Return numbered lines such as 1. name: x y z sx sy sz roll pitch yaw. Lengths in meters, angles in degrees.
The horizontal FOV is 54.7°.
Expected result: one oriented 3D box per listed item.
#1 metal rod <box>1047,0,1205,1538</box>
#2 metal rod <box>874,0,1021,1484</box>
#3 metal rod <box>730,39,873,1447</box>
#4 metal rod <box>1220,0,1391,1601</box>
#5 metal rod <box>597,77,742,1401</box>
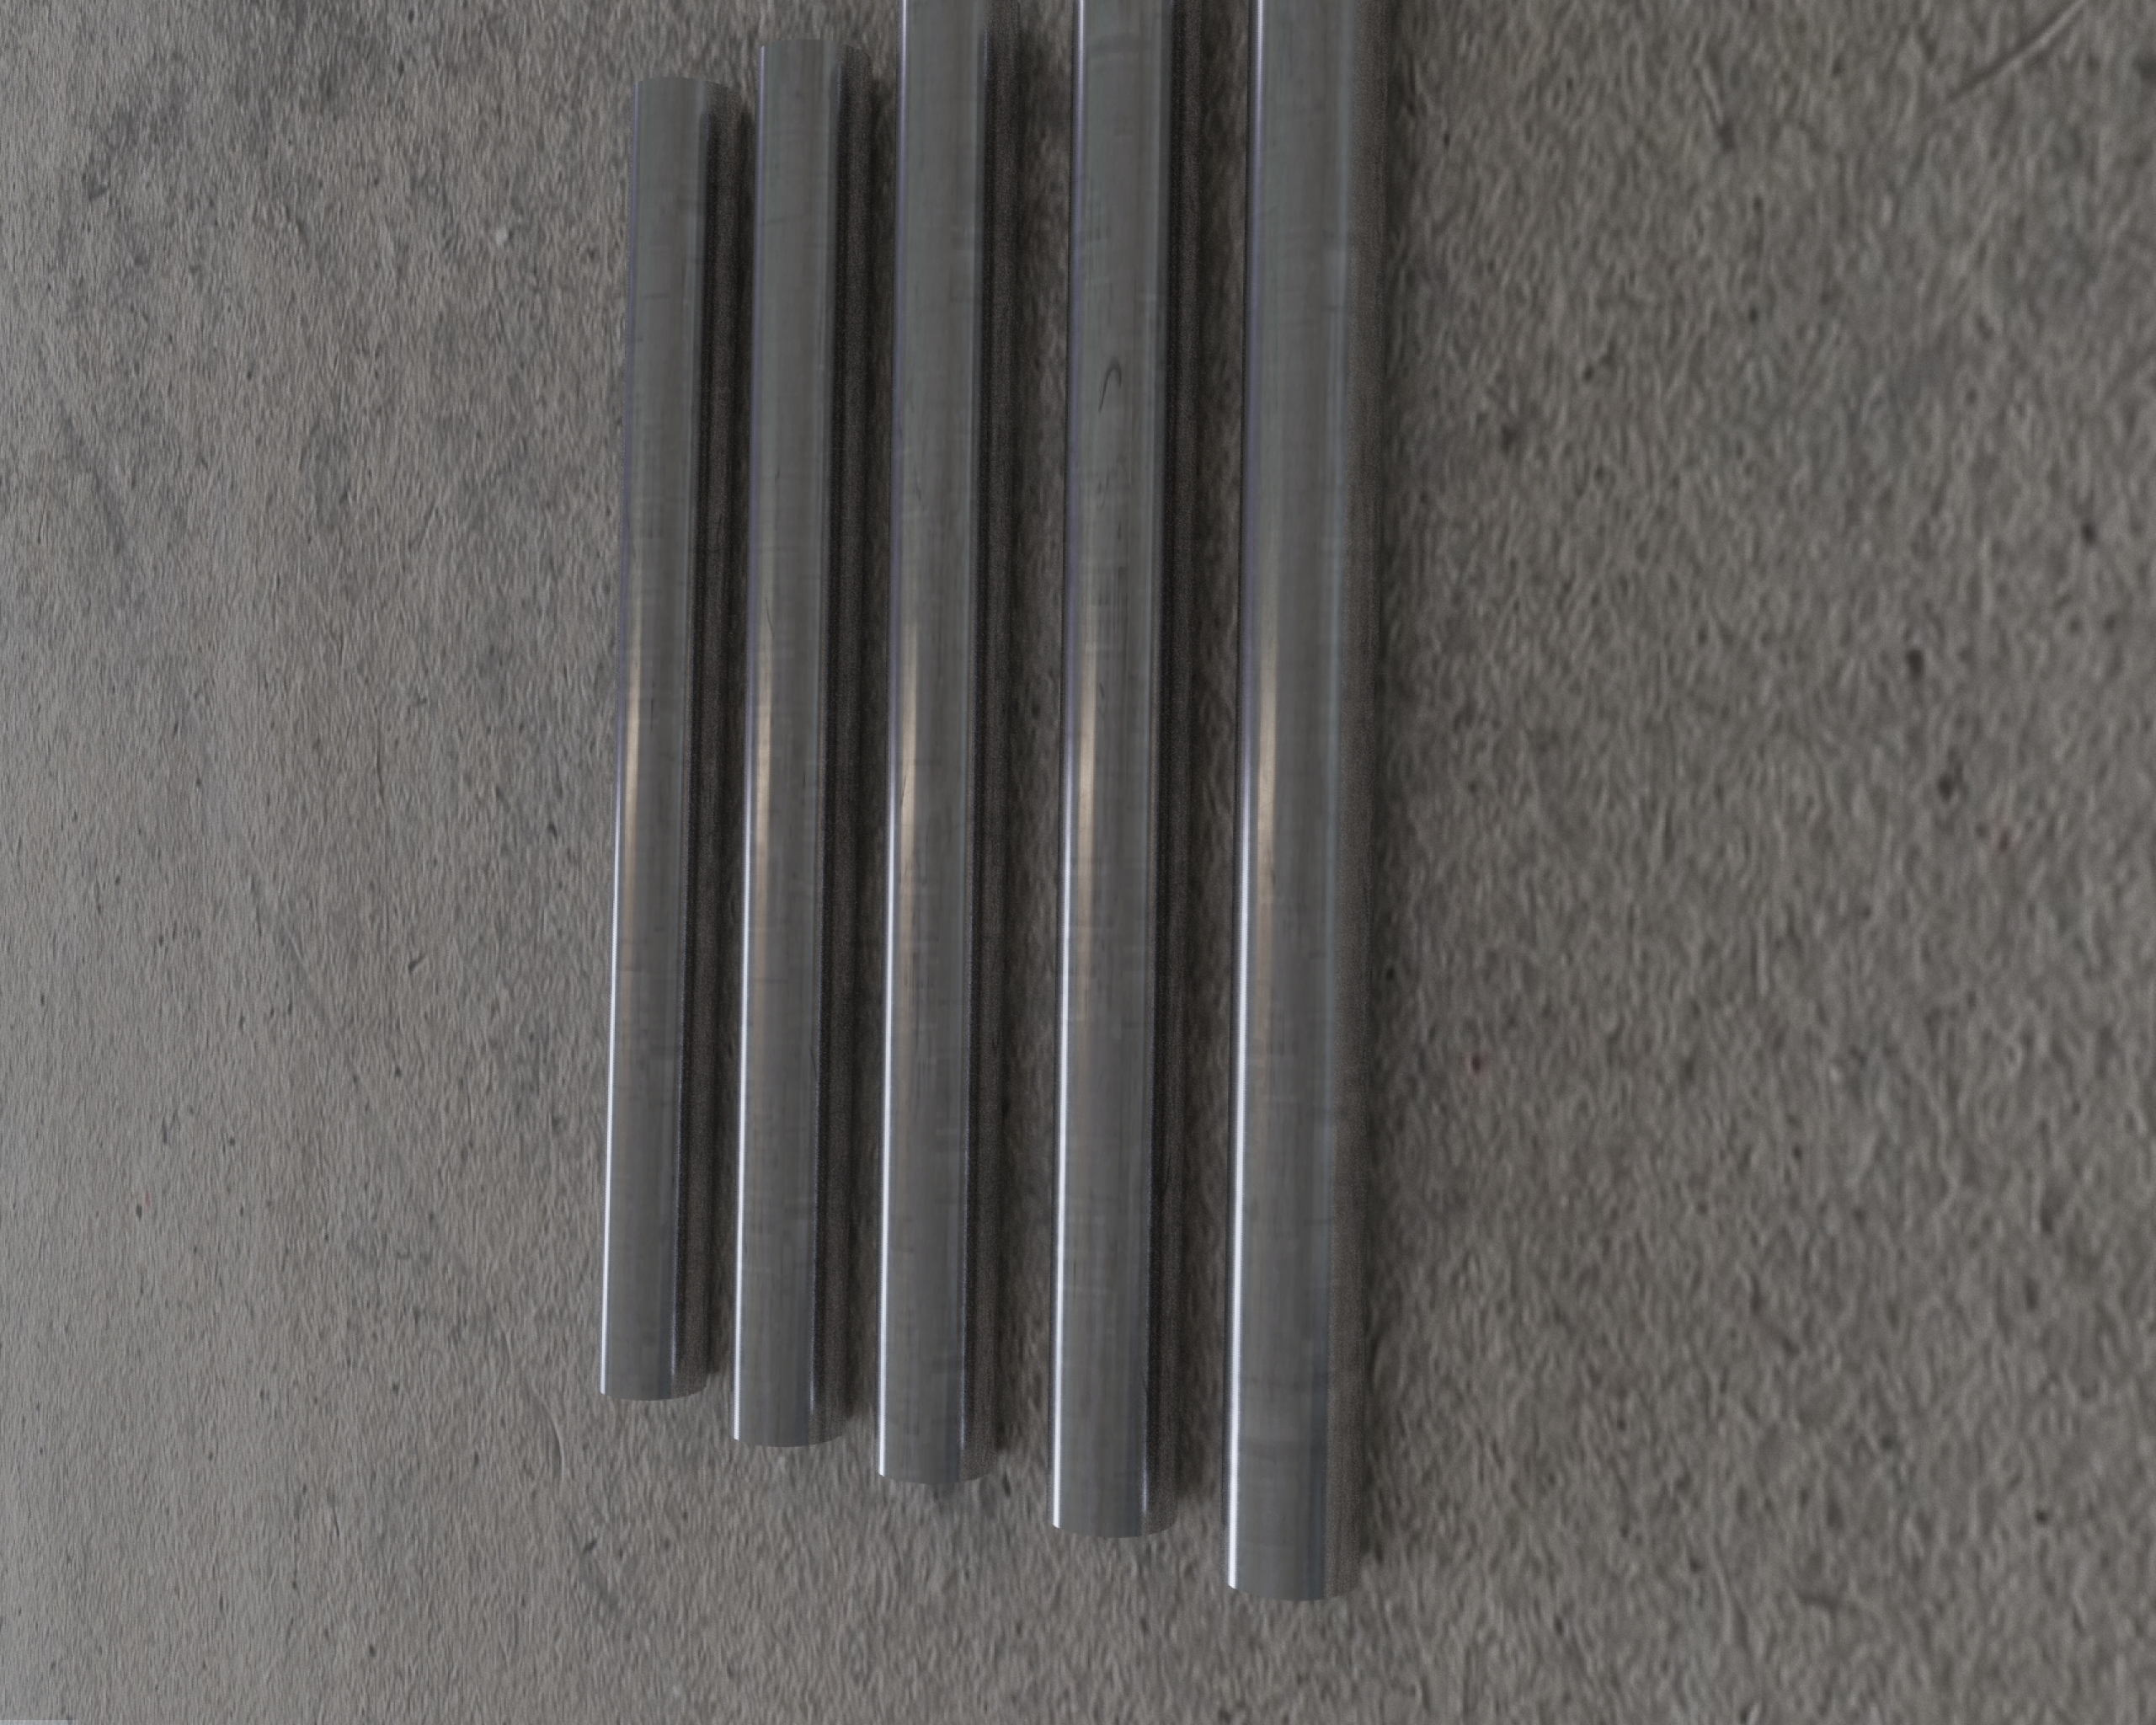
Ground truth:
1. metal rod: 0.009 -0.024 0.397 0.025 0.025 0.298 2 91 40
2. metal rod: -0.027 -0.025 0.427 0.025 0.025 0.298 2 91 40
3. metal rod: -0.060 -0.025 0.454 0.025 0.025 0.298 2 91 40
4. metal rod: 0.041 -0.022 0.371 0.025 0.025 0.298 2 91 40
5. metal rod: -0.094 -0.027 0.483 0.025 0.025 0.298 3 92 40
